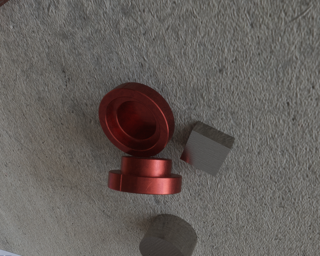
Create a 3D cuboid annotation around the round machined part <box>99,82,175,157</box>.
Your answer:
[{"bbox_3d":[-0.026,-0.014,0.400,0.098,0.042,0.097,13,124,20],"label":"round machined part"}]

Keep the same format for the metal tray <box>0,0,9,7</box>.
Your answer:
[{"bbox_3d":[-0.221,-0.206,0.389,0.130,0.030,0.090,-13,112,33],"label":"metal tray"}]

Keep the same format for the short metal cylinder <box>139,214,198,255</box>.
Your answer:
[{"bbox_3d":[0.014,0.186,0.497,0.080,0.050,0.079,13,124,20],"label":"short metal cylinder"}]

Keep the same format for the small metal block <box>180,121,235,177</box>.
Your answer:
[{"bbox_3d":[0.059,0.026,0.391,0.050,0.025,0.050,27,128,11],"label":"small metal block"}]

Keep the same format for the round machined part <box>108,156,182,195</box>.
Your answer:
[{"bbox_3d":[-0.019,0.061,0.417,0.098,0.098,0.042,2,86,27],"label":"round machined part"}]
